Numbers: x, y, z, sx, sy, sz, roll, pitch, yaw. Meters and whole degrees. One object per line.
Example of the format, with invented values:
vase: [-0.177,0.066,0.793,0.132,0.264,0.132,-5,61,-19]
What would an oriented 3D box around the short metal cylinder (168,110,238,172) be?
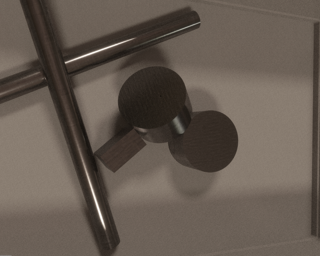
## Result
short metal cylinder: [0.057,0.017,0.420,0.081,0.050,0.079,0,90,-21]

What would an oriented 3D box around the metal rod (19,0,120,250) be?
metal rod: [-0.098,0.004,0.356,0.025,0.025,0.298,-19,104,-19]

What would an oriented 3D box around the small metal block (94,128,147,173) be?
small metal block: [-0.050,0.026,0.380,0.050,0.050,0.025,-41,104,-16]

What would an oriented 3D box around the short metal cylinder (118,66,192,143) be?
short metal cylinder: [-0.004,-0.027,0.376,0.080,0.050,0.080,-5,67,12]

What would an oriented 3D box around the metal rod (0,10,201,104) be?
metal rod: [-0.080,-0.088,0.381,0.302,0.025,0.025,-26,99,-19]
